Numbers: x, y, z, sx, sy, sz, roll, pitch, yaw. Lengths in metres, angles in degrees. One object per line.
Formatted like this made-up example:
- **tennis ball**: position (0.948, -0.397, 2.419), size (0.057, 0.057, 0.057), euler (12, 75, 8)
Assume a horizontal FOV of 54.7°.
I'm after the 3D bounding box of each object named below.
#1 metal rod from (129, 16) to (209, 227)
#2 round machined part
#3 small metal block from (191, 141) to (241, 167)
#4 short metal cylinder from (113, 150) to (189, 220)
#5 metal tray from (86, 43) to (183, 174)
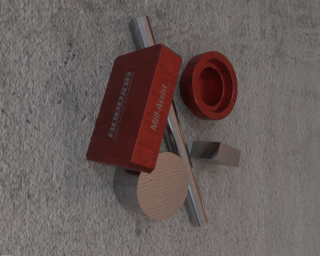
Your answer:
- **metal rod**: position (0.017, 0.001, 0.423), size (0.025, 0.025, 0.298), euler (-28, 108, -37)
- **round machined part**: position (0.067, -0.060, 0.453), size (0.099, 0.042, 0.097), euler (0, 90, -40)
- **small metal block**: position (0.083, 0.038, 0.458), size (0.050, 0.050, 0.025), euler (21, 77, -38)
- **short metal cylinder**: position (-0.010, 0.068, 0.383), size (0.081, 0.050, 0.079), euler (0, 90, -40)
- **metal tray**: position (-0.030, -0.021, 0.340), size (0.030, 0.090, 0.130), euler (24, 75, -38)
